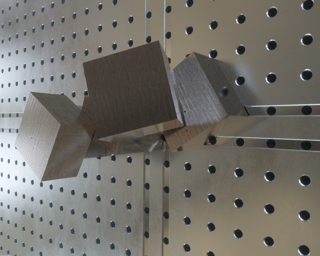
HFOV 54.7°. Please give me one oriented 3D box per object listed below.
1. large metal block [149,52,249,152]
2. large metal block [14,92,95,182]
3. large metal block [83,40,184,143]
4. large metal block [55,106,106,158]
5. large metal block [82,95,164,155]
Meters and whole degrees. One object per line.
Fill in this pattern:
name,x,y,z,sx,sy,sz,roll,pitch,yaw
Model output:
large metal block,0.040,-0.027,0.358,0.080,0.050,0.080,-37,68,33
large metal block,-0.136,0.009,0.397,0.080,0.050,0.079,38,113,33
large metal block,-0.026,-0.034,0.323,0.080,0.050,0.080,-14,80,9
large metal block,-0.134,0.009,0.481,0.050,0.081,0.080,-8,85,39
large metal block,-0.048,-0.006,0.410,0.080,0.081,0.050,24,105,37
